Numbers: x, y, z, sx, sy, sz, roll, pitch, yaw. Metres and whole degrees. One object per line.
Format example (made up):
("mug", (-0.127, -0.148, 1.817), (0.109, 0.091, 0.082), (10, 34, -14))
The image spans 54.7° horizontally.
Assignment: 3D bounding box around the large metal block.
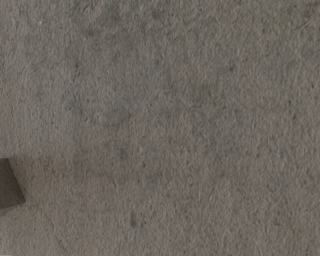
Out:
("large metal block", (-0.275, 0.103, 0.490), (0.080, 0.050, 0.080), (-30, 81, 17))
